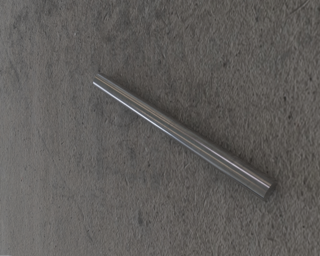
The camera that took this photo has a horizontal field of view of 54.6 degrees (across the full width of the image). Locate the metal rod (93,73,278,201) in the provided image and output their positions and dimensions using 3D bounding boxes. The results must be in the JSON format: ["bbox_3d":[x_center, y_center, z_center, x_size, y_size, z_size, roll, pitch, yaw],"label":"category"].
[{"bbox_3d":[0.009,-0.005,0.398,0.300,0.025,0.025,34,111,35],"label":"metal rod"}]
